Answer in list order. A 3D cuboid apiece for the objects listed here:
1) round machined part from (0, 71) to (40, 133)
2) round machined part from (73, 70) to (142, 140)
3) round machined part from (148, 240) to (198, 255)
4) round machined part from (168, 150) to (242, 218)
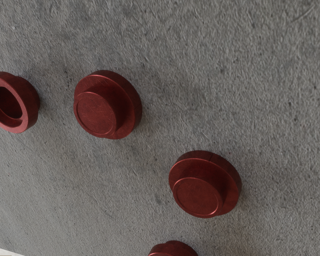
[{"bbox_3d":[-0.232,-0.044,0.491,0.098,0.042,0.097,13,124,21],"label":"round machined part"},{"bbox_3d":[-0.077,-0.025,0.421,0.098,0.042,0.097,13,124,21],"label":"round machined part"},{"bbox_3d":[0.028,0.230,0.523,0.098,0.042,0.097,13,124,21],"label":"round machined part"},{"bbox_3d":[0.056,0.082,0.417,0.098,0.042,0.097,13,124,21],"label":"round machined part"}]
